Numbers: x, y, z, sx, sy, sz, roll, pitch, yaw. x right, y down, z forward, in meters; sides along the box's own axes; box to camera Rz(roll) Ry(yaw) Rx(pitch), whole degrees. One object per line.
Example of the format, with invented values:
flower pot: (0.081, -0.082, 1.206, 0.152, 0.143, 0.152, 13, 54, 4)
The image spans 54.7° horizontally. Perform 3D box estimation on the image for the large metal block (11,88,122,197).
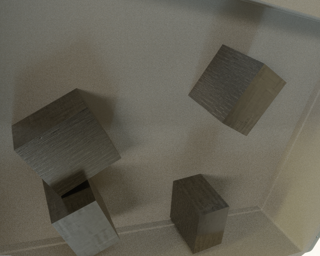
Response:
large metal block: (-0.103, 0.016, 0.346, 0.080, 0.050, 0.080, -32, 129, -7)

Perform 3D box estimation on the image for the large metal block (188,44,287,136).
large metal block: (0.095, -0.049, 0.394, 0.050, 0.080, 0.080, 25, 105, -37)

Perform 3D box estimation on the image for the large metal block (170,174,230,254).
large metal block: (0.058, 0.132, 0.487, 0.050, 0.080, 0.079, -11, 123, -23)

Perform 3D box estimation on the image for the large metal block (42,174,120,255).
large metal block: (-0.097, 0.100, 0.381, 0.050, 0.080, 0.080, -27, 128, -11)
